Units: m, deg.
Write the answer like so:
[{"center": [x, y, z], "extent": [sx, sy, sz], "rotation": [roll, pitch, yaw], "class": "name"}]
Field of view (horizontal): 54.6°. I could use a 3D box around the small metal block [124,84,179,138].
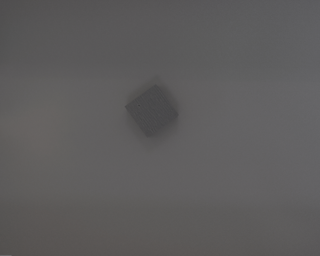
[{"center": [-0.011, -0.022, 0.411], "extent": [0.050, 0.025, 0.050], "rotation": [-36, 90, 0], "class": "small metal block"}]
